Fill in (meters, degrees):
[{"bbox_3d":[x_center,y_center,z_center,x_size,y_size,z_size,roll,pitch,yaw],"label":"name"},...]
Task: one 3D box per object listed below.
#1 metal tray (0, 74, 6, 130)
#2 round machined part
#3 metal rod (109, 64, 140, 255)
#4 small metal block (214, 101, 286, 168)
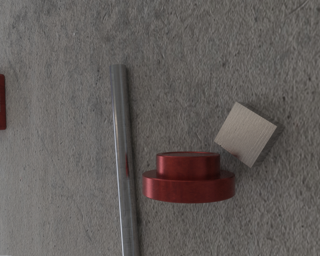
[{"bbox_3d":[-0.401,-0.058,0.732,0.090,0.030,0.129,-5,87,39],"label":"metal tray"},{"bbox_3d":[0.030,0.048,0.333,0.098,0.099,0.042,0,90,40],"label":"round machined part"},{"bbox_3d":[-0.051,0.058,0.446,0.025,0.025,0.298,-8,85,40],"label":"metal rod"},{"bbox_3d":[0.094,0.006,0.328,0.050,0.025,0.050,39,114,33],"label":"small metal block"}]
